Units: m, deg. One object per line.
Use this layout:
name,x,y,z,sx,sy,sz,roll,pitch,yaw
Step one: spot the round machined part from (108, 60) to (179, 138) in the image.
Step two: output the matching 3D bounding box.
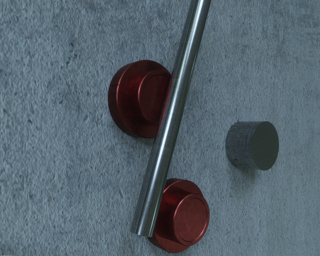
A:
round machined part,-0.011,-0.036,0.384,0.099,0.042,0.097,0,90,-40

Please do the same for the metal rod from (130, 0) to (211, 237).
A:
metal rod,0.017,-0.028,0.364,0.025,0.025,0.299,24,75,-38

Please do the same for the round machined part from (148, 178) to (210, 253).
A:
round machined part,0.029,0.119,0.419,0.099,0.042,0.097,0,90,-40

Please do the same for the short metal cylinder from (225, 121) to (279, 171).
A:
short metal cylinder,0.155,0.029,0.519,0.081,0.050,0.079,0,90,-40
